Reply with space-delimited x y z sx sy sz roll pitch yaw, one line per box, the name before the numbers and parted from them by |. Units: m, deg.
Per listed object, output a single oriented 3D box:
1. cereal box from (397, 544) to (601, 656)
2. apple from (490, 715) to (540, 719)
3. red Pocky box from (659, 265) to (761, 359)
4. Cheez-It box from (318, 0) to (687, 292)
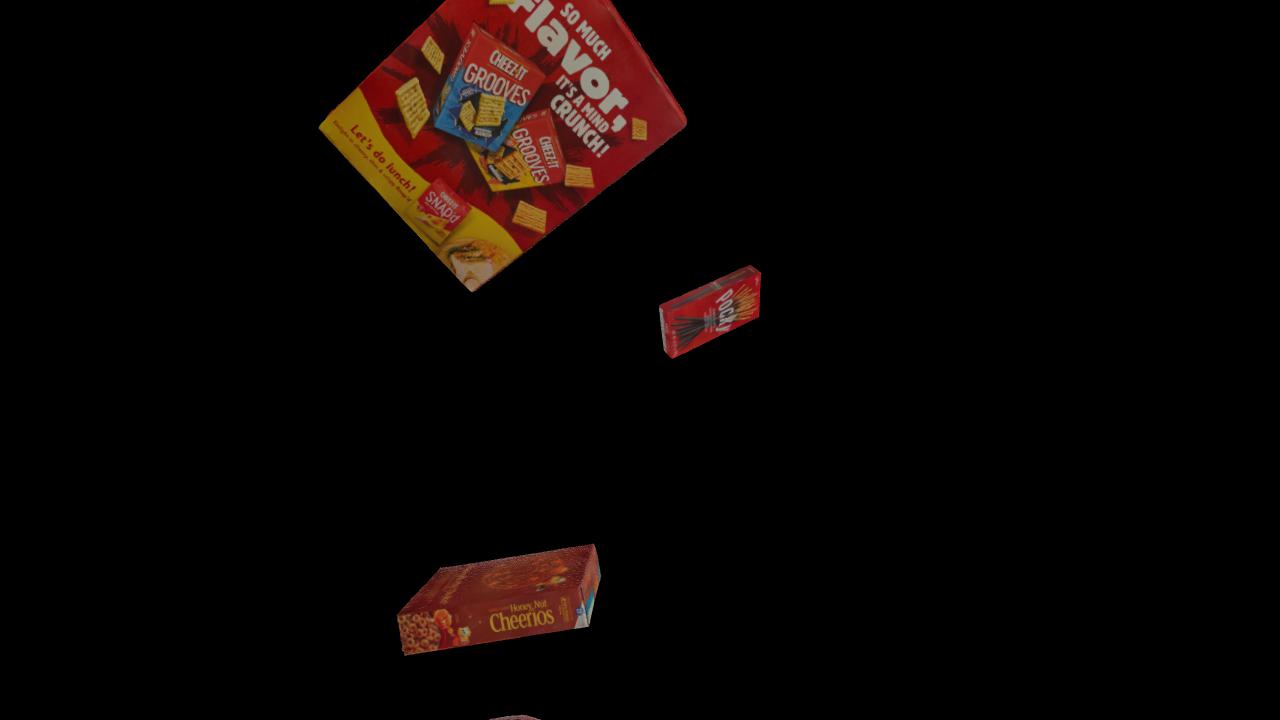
cereal box | -0.228 0.407 1.064 0.306 0.081 0.203 -9 2 1
apple | -0.078 0.247 0.346 0.079 0.079 0.093 0 18 7
red Pocky box | 0.100 -0.068 0.857 0.155 0.083 0.028 -26 44 -17
Cheez-It box | -0.100 -0.183 0.472 0.223 0.166 0.071 -34 20 17
